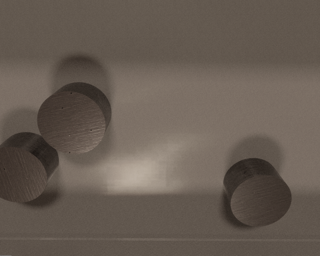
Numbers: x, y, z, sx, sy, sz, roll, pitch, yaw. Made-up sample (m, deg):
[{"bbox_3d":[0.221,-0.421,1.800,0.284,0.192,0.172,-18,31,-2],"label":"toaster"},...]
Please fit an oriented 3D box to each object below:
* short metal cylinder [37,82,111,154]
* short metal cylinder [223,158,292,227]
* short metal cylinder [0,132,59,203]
[{"bbox_3d":[-0.105,-0.014,0.392,0.081,0.050,0.079,0,110,-1],"label":"short metal cylinder"},{"bbox_3d":[0.134,0.089,0.433,0.081,0.050,0.079,0,110,-1],"label":"short metal cylinder"},{"bbox_3d":[-0.184,0.052,0.414,0.081,0.050,0.079,0,110,-1],"label":"short metal cylinder"}]
